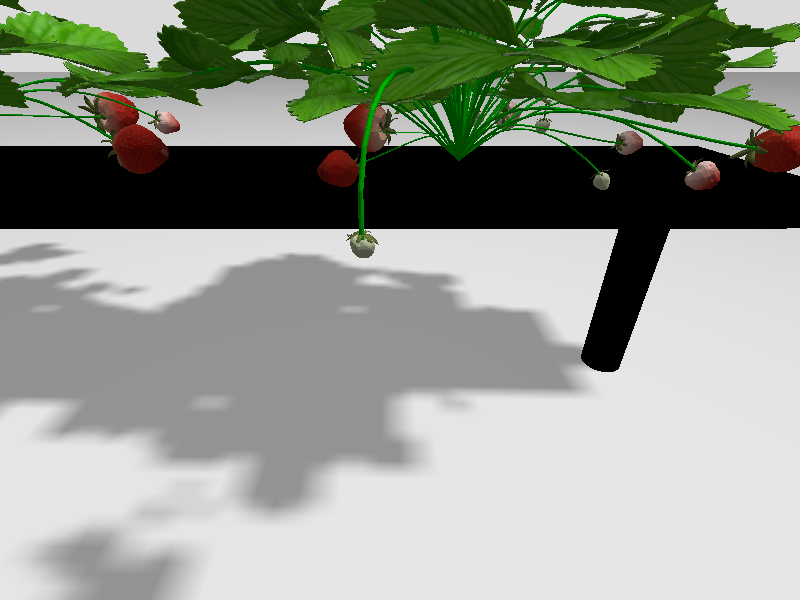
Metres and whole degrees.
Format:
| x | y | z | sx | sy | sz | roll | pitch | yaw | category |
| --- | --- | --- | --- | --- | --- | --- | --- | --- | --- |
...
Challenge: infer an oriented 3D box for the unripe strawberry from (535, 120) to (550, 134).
| x | y | z | sx | sy | sz | roll | pitch | yaw | category |
| --- | --- | --- | --- | --- | --- | --- | --- | --- | --- |
| 0.162 | -0.197 | 0.456 | 0.015 | 0.015 | 0.013 | 22 | 38 | 32 | unripe strawberry |

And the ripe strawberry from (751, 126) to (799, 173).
| x | y | z | sx | sy | sz | roll | pitch | yaw | category |
| --- | --- | --- | --- | --- | --- | --- | --- | --- | --- |
| 0.278 | -0.110 | 0.290 | 0.038 | 0.033 | 0.038 | 6 | 32 | 9 | ripe strawberry |

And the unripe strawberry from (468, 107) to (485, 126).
| x | y | z | sx | sy | sz | roll | pitch | yaw | category |
| --- | --- | --- | --- | --- | --- | --- | --- | --- | --- |
| 0.092 | -0.227 | 0.496 | 0.025 | 0.021 | 0.025 | 7 | 16 | 11 | unripe strawberry |

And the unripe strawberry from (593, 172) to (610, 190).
| x | y | z | sx | sy | sz | roll | pitch | yaw | category |
| --- | --- | --- | --- | --- | --- | --- | --- | --- | --- |
| 0.131 | -0.077 | 0.259 | 0.011 | 0.011 | 0.010 | -25 | 2 | -35 | unripe strawberry |

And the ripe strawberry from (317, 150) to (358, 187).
| x | y | z | sx | sy | sz | roll | pitch | yaw | category |
| --- | --- | --- | --- | --- | --- | --- | --- | --- | --- |
| -0.041 | -0.085 | 0.259 | 0.026 | 0.022 | 0.026 | -26 | 40 | -35 | ripe strawberry |

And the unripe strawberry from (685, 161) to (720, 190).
| x | y | z | sx | sy | sz | roll | pitch | yaw | category |
| --- | --- | --- | --- | --- | --- | --- | --- | --- | --- |
| 0.192 | -0.078 | 0.253 | 0.016 | 0.017 | 0.018 | -38 | -14 | -46 | unripe strawberry |

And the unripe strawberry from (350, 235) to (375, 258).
| x | y | z | sx | sy | sz | roll | pitch | yaw | category |
| --- | --- | --- | --- | --- | --- | --- | --- | --- | --- |
| -0.015 | -0.022 | 0.162 | 0.011 | 0.010 | 0.010 | 9 | 32 | 15 | unripe strawberry |

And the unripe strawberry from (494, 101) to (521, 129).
| x | y | z | sx | sy | sz | roll | pitch | yaw | category |
| --- | --- | --- | --- | --- | --- | --- | --- | --- | --- |
| 0.130 | -0.222 | 0.482 | 0.030 | 0.032 | 0.033 | 13 | 18 | 21 | unripe strawberry |

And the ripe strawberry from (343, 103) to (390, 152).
| x | y | z | sx | sy | sz | roll | pitch | yaw | category |
| --- | --- | --- | --- | --- | --- | --- | --- | --- | --- |
| -0.033 | -0.158 | 0.368 | 0.043 | 0.043 | 0.040 | 16 | 35 | 25 | ripe strawberry |

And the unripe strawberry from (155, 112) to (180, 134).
| x | y | z | sx | sy | sz | roll | pitch | yaw | category |
| --- | --- | --- | --- | --- | --- | --- | --- | --- | --- |
| -0.256 | -0.195 | 0.443 | 0.026 | 0.023 | 0.023 | 30 | 16 | 39 | unripe strawberry |

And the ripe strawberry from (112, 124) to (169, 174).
| x | y | z | sx | sy | sz | roll | pitch | yaw | category |
| --- | --- | --- | --- | --- | --- | --- | --- | --- | --- |
| -0.188 | -0.110 | 0.294 | 0.035 | 0.034 | 0.032 | 8 | 32 | 8 | ripe strawberry |

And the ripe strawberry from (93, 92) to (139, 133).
| x | y | z | sx | sy | sz | roll | pitch | yaw | category |
| --- | --- | --- | --- | --- | --- | --- | --- | --- | --- |
| -0.310 | -0.205 | 0.440 | 0.038 | 0.043 | 0.041 | 19 | 35 | 29 | ripe strawberry |
